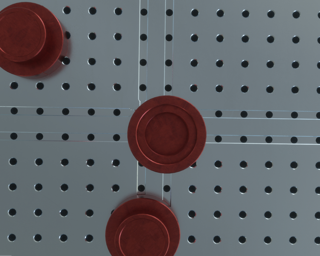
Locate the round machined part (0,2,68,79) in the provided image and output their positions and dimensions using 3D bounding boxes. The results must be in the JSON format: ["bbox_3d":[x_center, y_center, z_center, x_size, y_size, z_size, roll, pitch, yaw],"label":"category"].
[{"bbox_3d":[-0.175,-0.116,0.402,0.099,0.042,0.097,0,90,-1],"label":"round machined part"}]

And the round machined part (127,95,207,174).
[{"bbox_3d":[0.009,0.008,0.405,0.099,0.042,0.097,0,90,-1],"label":"round machined part"}]

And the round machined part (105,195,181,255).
[{"bbox_3d":[-0.022,0.140,0.405,0.099,0.042,0.097,0,90,-1],"label":"round machined part"}]
